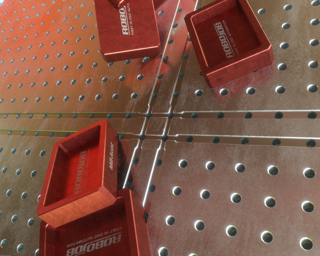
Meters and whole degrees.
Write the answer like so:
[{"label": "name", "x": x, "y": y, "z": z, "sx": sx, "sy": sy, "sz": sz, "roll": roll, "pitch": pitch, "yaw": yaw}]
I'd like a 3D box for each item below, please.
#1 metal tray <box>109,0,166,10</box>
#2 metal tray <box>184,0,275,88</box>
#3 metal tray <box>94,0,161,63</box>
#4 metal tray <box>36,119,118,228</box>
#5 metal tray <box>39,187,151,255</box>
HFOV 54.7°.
[{"label": "metal tray", "x": -0.021, "y": -0.232, "z": 0.516, "sx": 0.130, "sy": 0.090, "sz": 0.030, "roll": -43, "pitch": 79, "yaw": -2}, {"label": "metal tray", "x": 0.092, "y": -0.127, "z": 0.433, "sx": 0.090, "sy": 0.030, "sz": 0.130, "roll": -21, "pitch": 54, "yaw": 15}, {"label": "metal tray", "x": -0.054, "y": -0.175, "z": 0.492, "sx": 0.091, "sy": 0.030, "sz": 0.129, "roll": -9, "pitch": 77, "yaw": -2}, {"label": "metal tray", "x": -0.102, "y": 0.053, "z": 0.400, "sx": 0.090, "sy": 0.030, "sz": 0.130, "roll": -24, "pitch": 37, "yaw": 12}, {"label": "metal tray", "x": -0.080, "y": 0.134, "z": 0.362, "sx": 0.130, "sy": 0.030, "sz": 0.090, "roll": -23, "pitch": 53, "yaw": 14}]
